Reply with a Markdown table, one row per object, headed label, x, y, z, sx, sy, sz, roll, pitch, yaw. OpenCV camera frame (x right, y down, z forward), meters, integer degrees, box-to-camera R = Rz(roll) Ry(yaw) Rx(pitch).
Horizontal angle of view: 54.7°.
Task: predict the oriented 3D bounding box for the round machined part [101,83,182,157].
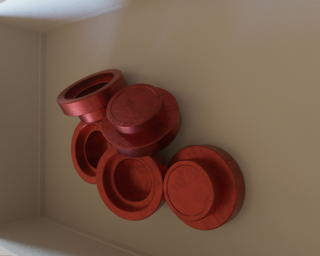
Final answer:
| label | x | y | z | sx | sy | sz | roll | pitch | yaw |
| --- | --- | --- | --- | --- | --- | --- | --- | --- | --- |
| round machined part | -0.026 | -0.016 | 0.377 | 0.098 | 0.042 | 0.098 | -9 | 50 | 11 |

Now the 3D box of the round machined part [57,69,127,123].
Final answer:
| label | x | y | z | sx | sy | sz | roll | pitch | yaw |
| --- | --- | --- | --- | --- | --- | --- | --- | --- | --- |
| round machined part | -0.092 | -0.043 | 0.444 | 0.098 | 0.098 | 0.042 | 4 | 128 | 39 |

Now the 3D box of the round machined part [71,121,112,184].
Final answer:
| label | x | y | z | sx | sy | sz | roll | pitch | yaw |
| --- | --- | --- | --- | --- | --- | --- | --- | --- | --- |
| round machined part | -0.086 | 0.032 | 0.461 | 0.098 | 0.042 | 0.097 | 0 | 90 | 39 |

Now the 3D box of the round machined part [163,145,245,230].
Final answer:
| label | x | y | z | sx | sy | sz | roll | pitch | yaw |
| --- | --- | --- | --- | --- | --- | --- | --- | --- | --- |
| round machined part | 0.043 | 0.068 | 0.356 | 0.098 | 0.042 | 0.097 | 0 | 90 | 39 |

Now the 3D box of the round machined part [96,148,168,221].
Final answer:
| label | x | y | z | sx | sy | sz | roll | pitch | yaw |
| --- | --- | --- | --- | --- | --- | --- | --- | --- | --- |
| round machined part | -0.031 | 0.066 | 0.402 | 0.098 | 0.042 | 0.097 | 3 | 97 | 26 |
